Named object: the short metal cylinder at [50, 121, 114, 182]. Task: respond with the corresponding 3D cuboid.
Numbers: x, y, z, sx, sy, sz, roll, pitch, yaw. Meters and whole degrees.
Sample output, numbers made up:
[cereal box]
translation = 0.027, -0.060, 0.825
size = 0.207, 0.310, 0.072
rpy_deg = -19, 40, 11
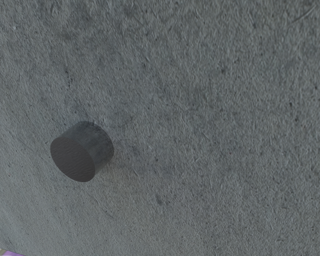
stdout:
[short metal cylinder]
translation = -0.119, 0.036, 0.476
size = 0.080, 0.050, 0.080
rpy_deg = 13, 124, 21
